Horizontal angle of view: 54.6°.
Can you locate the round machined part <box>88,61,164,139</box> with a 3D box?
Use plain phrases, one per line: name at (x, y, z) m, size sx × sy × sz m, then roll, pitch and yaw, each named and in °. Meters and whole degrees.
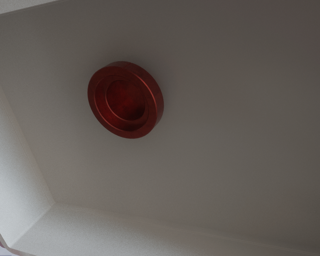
round machined part at (-0.039, -0.038, 0.395) m, size 0.098 × 0.042 × 0.097 m, roll 13°, pitch 124°, yaw 21°
